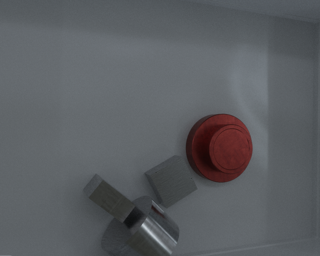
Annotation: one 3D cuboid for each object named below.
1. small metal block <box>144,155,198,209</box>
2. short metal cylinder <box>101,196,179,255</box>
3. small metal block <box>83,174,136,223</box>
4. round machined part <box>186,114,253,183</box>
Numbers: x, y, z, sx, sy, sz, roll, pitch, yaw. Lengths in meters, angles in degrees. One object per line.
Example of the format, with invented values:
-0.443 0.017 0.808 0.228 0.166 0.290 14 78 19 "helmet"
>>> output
0.015 0.071 0.417 0.050 0.025 0.050 -28 100 -18 "small metal block"
-0.024 0.129 0.374 0.080 0.080 0.050 -45 105 -15 "short metal cylinder"
-0.062 0.084 0.375 0.050 0.050 0.025 42 77 -16 "small metal block"
0.090 0.028 0.436 0.099 0.042 0.097 0 90 -21 "round machined part"
